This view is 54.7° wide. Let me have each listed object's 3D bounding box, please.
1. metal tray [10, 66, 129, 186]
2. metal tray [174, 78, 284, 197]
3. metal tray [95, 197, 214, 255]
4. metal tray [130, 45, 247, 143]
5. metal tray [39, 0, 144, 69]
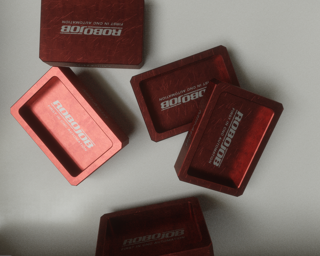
[{"bbox_3d":[-0.115,-0.003,0.396,0.090,0.030,0.130,-40,91,13],"label":"metal tray"},{"bbox_3d":[0.083,0.014,0.386,0.091,0.030,0.129,18,104,-12],"label":"metal tray"},{"bbox_3d":[-0.008,0.133,0.376,0.131,0.090,0.030,-11,114,-1],"label":"metal tray"},{"bbox_3d":[0.037,-0.044,0.409,0.131,0.030,0.090,-20,90,-1],"label":"metal tray"},{"bbox_3d":[-0.087,-0.127,0.408,0.131,0.030,0.089,2,90,-1],"label":"metal tray"}]
